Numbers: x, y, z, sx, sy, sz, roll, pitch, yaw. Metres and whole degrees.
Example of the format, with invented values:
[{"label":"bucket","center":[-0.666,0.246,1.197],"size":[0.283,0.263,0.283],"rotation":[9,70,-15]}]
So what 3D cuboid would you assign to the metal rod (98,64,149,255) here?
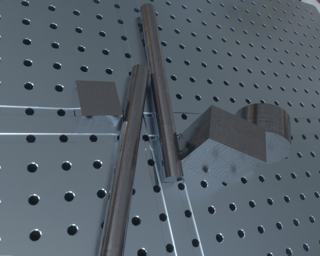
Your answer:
[{"label":"metal rod","center":[-0.040,0.042,0.362],"size":[0.025,0.025,0.300],"rotation":[18,54,-18]}]

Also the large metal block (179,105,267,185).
[{"label":"large metal block","center":[0.078,0.025,0.401],"size":[0.080,0.080,0.050],"rotation":[23,53,-15]}]

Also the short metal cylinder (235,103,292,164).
[{"label":"short metal cylinder","center":[0.146,0.009,0.448],"size":[0.080,0.080,0.050],"rotation":[25,53,-14]}]

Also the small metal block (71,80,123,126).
[{"label":"small metal block","center":[-0.079,-0.031,0.385],"size":[0.050,0.025,0.050],"rotation":[-2,63,-30]}]

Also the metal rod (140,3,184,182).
[{"label":"metal rod","center":[-0.002,-0.068,0.450],"size":[0.025,0.025,0.299],"rotation":[6,59,-26]}]
